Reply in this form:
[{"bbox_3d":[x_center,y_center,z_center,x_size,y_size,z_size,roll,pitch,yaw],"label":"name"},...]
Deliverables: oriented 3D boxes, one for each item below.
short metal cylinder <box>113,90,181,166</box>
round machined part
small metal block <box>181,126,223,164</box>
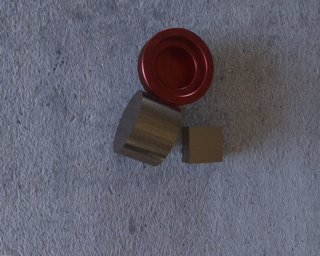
[{"bbox_3d":[-0.017,0.001,0.374,0.050,0.080,0.080,23,83,-19],"label":"short metal cylinder"},{"bbox_3d":[0.018,-0.078,0.407,0.099,0.042,0.097,0,90,-21],"label":"round machined part"},{"bbox_3d":[0.058,0.022,0.432,0.050,0.025,0.050,-1,91,-21],"label":"small metal block"}]
